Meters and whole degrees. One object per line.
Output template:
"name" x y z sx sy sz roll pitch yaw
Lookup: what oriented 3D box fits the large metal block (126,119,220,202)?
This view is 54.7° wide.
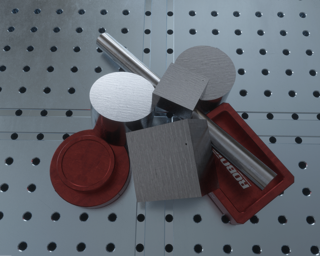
"large metal block" 0.014 0.037 0.353 0.080 0.050 0.080 -13 84 30

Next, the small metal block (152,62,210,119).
"small metal block" 0.024 -0.043 0.368 0.050 0.025 0.050 25 64 9

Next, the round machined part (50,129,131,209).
"round machined part" -0.086 0.047 0.380 0.099 0.042 0.098 0 70 0

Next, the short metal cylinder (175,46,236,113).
"short metal cylinder" 0.057 -0.063 0.418 0.081 0.050 0.080 0 70 0

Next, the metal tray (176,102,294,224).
"metal tray" 0.088 0.042 0.390 0.090 0.030 0.130 -35 74 -12

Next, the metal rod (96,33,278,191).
"metal rod" 0.018 -0.034 0.394 0.025 0.025 0.300 -41 66 -14

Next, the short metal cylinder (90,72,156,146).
"short metal cylinder" -0.047 -0.025 0.391 0.081 0.050 0.080 5 53 -6
